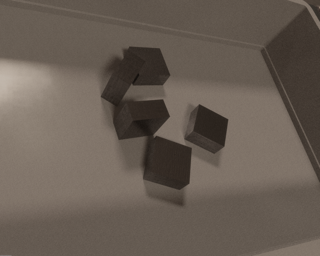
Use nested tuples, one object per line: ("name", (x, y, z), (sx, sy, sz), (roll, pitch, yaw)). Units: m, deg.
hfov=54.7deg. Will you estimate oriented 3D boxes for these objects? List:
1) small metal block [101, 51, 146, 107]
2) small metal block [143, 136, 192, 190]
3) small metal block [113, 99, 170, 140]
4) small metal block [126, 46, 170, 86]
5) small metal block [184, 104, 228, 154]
("small metal block", (-0.048, -0.064, 0.404), (0.025, 0.050, 0.050), (32, 51, -8))
("small metal block", (0.010, 0.044, 0.386), (0.050, 0.025, 0.050), (20, 54, -17))
("small metal block", (-0.024, -0.010, 0.384), (0.050, 0.050, 0.025), (-7, 66, -32))
("small metal block", (-0.019, -0.090, 0.452), (0.050, 0.025, 0.050), (-5, 65, -31))
("small metal block", (0.067, 0.001, 0.443), (0.050, 0.025, 0.050), (26, 52, -12))
